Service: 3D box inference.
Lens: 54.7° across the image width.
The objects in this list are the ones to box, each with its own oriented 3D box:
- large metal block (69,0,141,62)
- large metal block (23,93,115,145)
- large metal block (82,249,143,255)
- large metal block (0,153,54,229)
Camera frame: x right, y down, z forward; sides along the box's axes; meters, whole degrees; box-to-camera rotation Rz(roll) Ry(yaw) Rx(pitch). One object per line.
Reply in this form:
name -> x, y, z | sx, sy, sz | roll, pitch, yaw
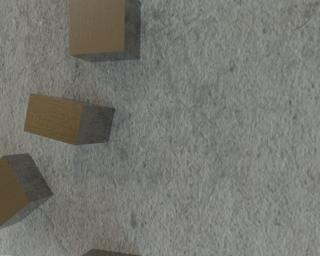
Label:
large metal block -> -0.073, -0.136, 0.420 | 0.080, 0.050, 0.079 | 1, 90, 19
large metal block -> -0.120, -0.012, 0.421 | 0.080, 0.080, 0.050 | 13, 95, 19
large metal block -> -0.075, 0.203, 0.405 | 0.080, 0.080, 0.050 | 0, 90, 19
large metal block -> -0.226, 0.096, 0.473 | 0.080, 0.050, 0.080 | -38, 78, 15
